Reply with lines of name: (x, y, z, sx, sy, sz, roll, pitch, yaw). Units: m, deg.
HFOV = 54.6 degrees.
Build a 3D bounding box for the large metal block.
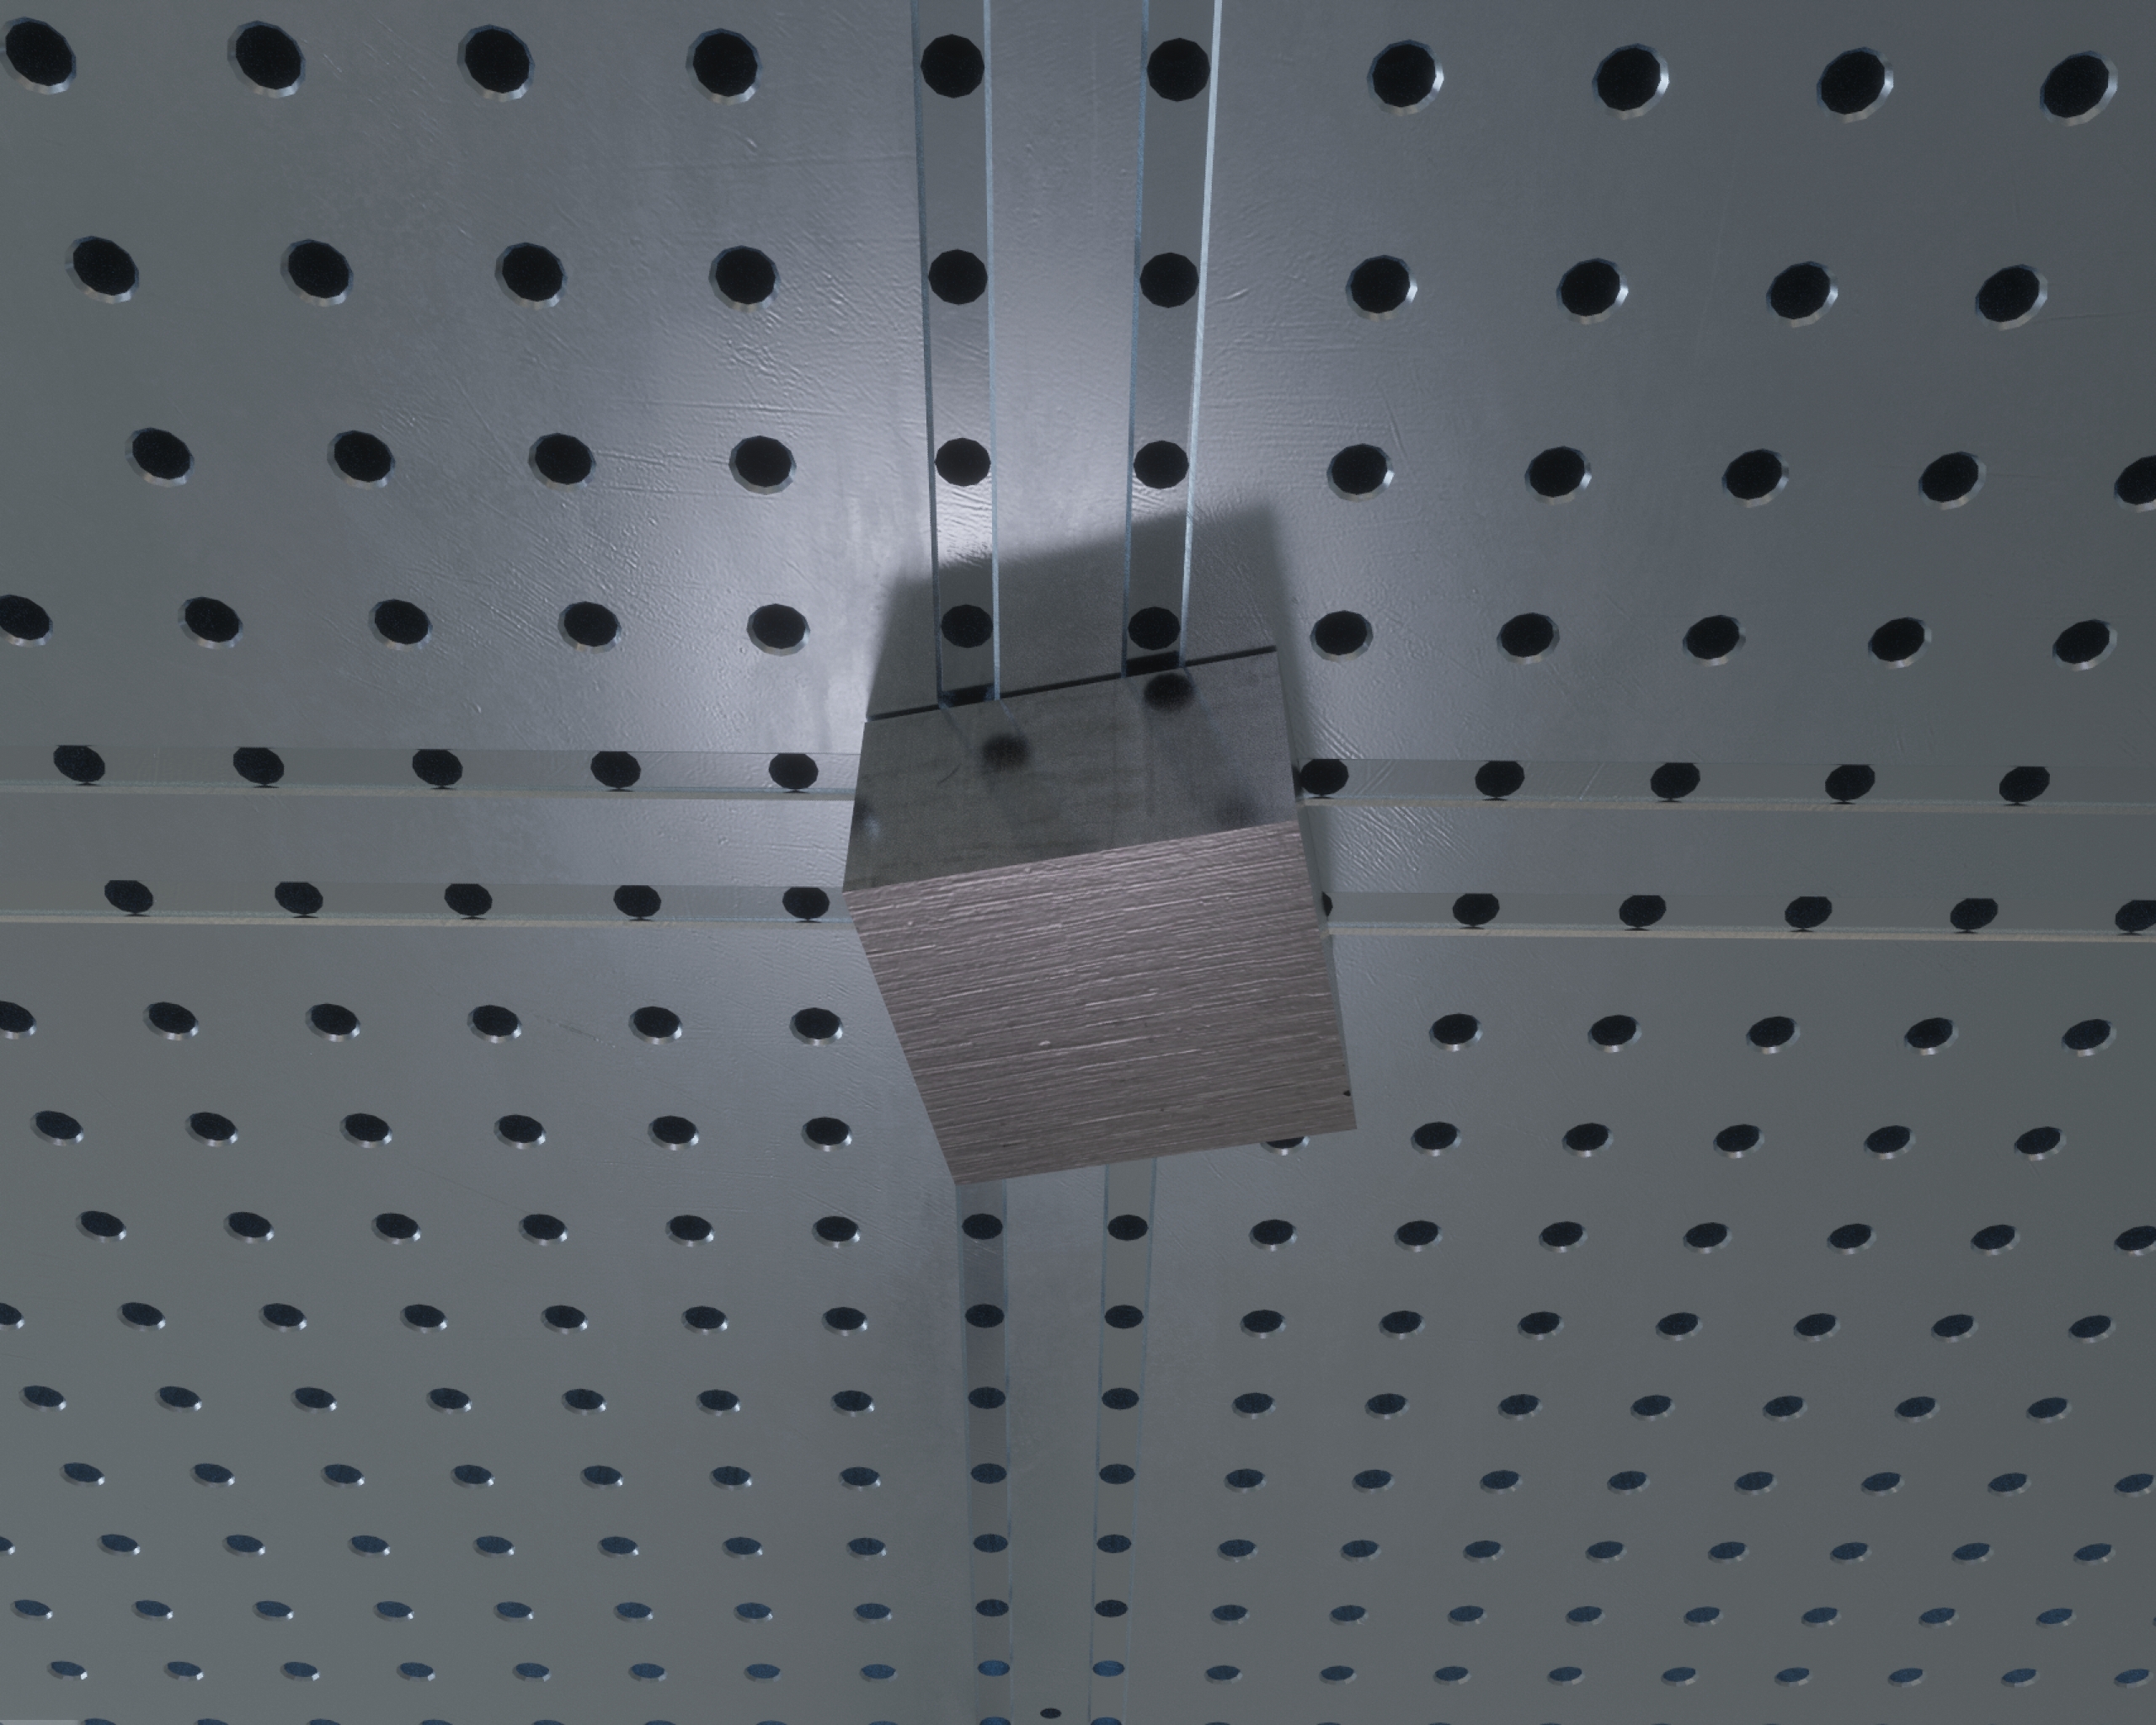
large metal block: (0.007, 0.012, 0.404, 0.080, 0.050, 0.080, -9, 130, 8)
